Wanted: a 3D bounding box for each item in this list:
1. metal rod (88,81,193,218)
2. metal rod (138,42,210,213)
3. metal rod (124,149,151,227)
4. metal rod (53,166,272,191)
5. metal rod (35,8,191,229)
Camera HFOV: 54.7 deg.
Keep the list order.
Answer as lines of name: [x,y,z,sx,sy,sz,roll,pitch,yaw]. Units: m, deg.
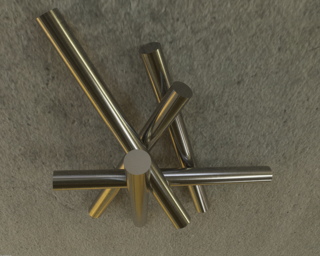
metal rod: [-0.043,0.050,0.429,0.025,0.025,0.298,21,133,-17]
metal rod: [0.030,0.023,0.427,0.025,0.025,0.299,-13,129,10]
metal rod: [-0.028,0.097,0.415,0.025,0.025,0.299,2,154,-2]
metal rod: [0.014,0.067,0.423,0.302,0.025,0.025,1,131,-15]
metal rod: [-0.042,0.006,0.363,0.025,0.025,0.299,-24,112,18]
